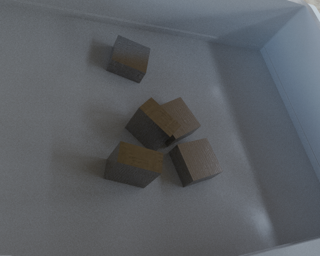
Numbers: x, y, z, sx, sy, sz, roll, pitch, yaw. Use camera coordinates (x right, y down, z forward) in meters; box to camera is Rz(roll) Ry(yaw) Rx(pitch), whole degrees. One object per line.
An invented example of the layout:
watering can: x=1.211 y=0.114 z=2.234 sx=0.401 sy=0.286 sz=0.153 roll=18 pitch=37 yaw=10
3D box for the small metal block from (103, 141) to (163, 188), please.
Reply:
small metal block: x=-0.030 y=0.043 z=0.348 sx=0.050 sy=0.050 sz=0.025 roll=17 pitch=55 yaw=-19

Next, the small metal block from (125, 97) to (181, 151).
small metal block: x=-0.010 y=-0.002 z=0.387 sx=0.050 sy=0.050 sz=0.025 roll=44 pitch=51 yaw=1

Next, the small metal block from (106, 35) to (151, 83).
small metal block: x=-0.044 y=-0.098 z=0.443 sx=0.050 sy=0.025 sz=0.050 roll=19 pitch=54 yaw=-17

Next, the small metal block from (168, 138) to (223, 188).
small metal block: x=0.047 y=0.044 z=0.405 sx=0.050 sy=0.025 sz=0.050 roll=-11 pitch=67 yaw=-33

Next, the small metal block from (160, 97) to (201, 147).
small metal block: x=0.019 y=-0.009 z=0.423 sx=0.050 sy=0.025 sz=0.050 roll=-26 pitch=76 yaw=-37
